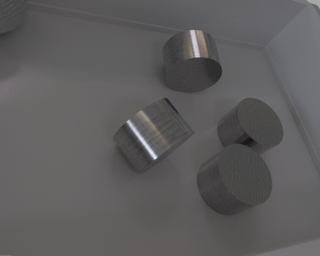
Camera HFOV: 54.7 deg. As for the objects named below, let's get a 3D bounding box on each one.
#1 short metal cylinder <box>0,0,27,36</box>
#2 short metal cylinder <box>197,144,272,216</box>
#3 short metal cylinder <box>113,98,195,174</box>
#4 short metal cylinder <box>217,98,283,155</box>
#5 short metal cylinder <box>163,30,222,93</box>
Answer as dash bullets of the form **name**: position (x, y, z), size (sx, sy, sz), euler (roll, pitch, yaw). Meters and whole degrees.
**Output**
- **short metal cylinder**: position (-0.199, -0.143, 0.346), size (0.081, 0.050, 0.079), euler (-4, 97, -42)
- **short metal cylinder**: position (0.095, 0.067, 0.400), size (0.081, 0.050, 0.080), euler (14, 56, -21)
- **short metal cylinder**: position (-0.007, 0.010, 0.360), size (0.081, 0.080, 0.050), euler (-31, 79, -38)
- **short metal cylinder**: position (0.133, 0.002, 0.460), size (0.081, 0.050, 0.080), euler (14, 56, -21)
- **short metal cylinder**: position (0.046, -0.095, 0.453), size (0.081, 0.080, 0.050), euler (8, 58, -24)
